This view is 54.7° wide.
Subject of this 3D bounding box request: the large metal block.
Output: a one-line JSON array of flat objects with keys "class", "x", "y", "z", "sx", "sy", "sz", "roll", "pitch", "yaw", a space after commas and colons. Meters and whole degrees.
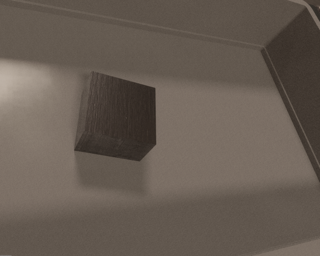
[{"class": "large metal block", "x": -0.052, "y": -0.012, "z": 0.370, "sx": 0.081, "sy": 0.050, "sz": 0.080, "roll": 12, "pitch": 57, "yaw": -22}]
